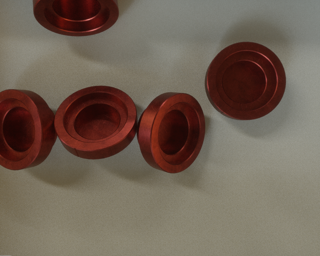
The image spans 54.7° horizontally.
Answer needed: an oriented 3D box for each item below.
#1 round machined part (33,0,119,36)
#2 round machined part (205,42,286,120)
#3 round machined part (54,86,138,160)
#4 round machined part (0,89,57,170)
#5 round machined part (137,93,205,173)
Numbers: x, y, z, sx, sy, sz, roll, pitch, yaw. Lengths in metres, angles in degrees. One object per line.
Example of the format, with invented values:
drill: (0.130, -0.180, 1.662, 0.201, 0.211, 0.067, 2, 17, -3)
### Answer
round machined part: (-0.101, -0.155, 0.375, 0.099, 0.098, 0.042, -8, 78, 0)
round machined part: (0.107, -0.058, 0.404, 0.099, 0.042, 0.097, 0, 90, -1)
round machined part: (-0.077, -0.003, 0.387, 0.099, 0.042, 0.098, 0, 55, 1)
round machined part: (-0.169, 0.001, 0.389, 0.098, 0.042, 0.097, 2, 94, 24)
round machined part: (0.010, 0.004, 0.386, 0.099, 0.042, 0.097, -11, 105, -44)
